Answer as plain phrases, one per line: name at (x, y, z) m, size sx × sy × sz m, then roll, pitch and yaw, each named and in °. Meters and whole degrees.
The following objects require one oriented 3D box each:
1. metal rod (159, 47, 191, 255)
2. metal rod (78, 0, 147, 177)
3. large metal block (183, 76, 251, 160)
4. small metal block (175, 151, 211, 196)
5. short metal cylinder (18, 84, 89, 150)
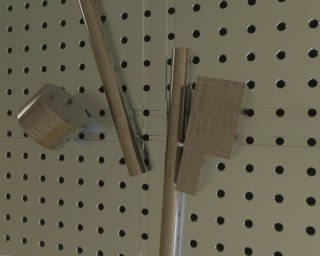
metal rod at (0.019, 0.047, 0.405) m, size 0.025 × 0.025 × 0.298 m, roll 4°, pitch 91°, yaw 20°
metal rod at (-0.073, -0.079, 0.438) m, size 0.025 × 0.025 × 0.299 m, roll -19°, pitch 84°, yaw 19°
large metal block at (0.069, -0.012, 0.359) m, size 0.050 × 0.080 × 0.079 m, roll 12°, pitch 94°, yaw 19°
small metal block at (0.043, 0.052, 0.384) m, size 0.025 × 0.050 × 0.050 m, roll 13°, pitch 95°, yaw 19°
short metal cylinder at (-0.148, -0.016, 0.436) m, size 0.050 × 0.080 × 0.080 m, roll -40°, pitch 77°, yaw 16°
